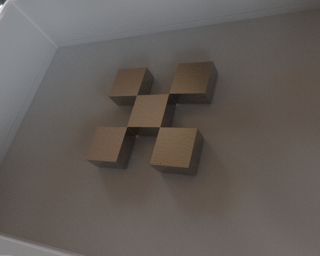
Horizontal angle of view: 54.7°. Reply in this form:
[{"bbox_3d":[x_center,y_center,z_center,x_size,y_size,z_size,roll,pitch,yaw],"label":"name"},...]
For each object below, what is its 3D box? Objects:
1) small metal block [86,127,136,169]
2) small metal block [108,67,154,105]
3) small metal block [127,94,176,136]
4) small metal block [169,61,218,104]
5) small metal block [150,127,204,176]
[{"bbox_3d":[-0.066,0.026,0.422,0.050,0.025,0.050,1,62,28],"label":"small metal block"},{"bbox_3d":[-0.042,-0.062,0.464,0.050,0.025,0.050,2,62,29],"label":"small metal block"},{"bbox_3d":[-0.011,-0.017,0.419,0.050,0.025,0.050,1,62,28],"label":"small metal block"},{"bbox_3d":[0.046,-0.060,0.416,0.050,0.025,0.050,3,63,29],"label":"small metal block"},{"bbox_3d":[0.021,0.027,0.375,0.050,0.025,0.050,2,62,29],"label":"small metal block"}]
